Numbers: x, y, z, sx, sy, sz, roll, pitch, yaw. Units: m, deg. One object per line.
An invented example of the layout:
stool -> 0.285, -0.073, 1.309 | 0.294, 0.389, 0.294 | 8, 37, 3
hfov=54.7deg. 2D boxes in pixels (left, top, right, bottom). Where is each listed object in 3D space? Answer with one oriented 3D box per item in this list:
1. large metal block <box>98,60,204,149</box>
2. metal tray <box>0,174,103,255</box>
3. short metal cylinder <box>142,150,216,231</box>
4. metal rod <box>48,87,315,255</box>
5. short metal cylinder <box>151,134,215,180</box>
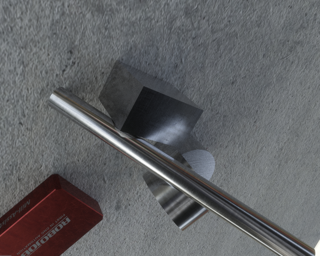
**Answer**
large metal block -> -0.013, -0.027, 0.348 | 0.081, 0.080, 0.050 | 18, 109, -35
metal tray -> -0.152, 0.130, 0.401 | 0.130, 0.030, 0.090 | -40, 130, -1
short metal cylinder -> 0.024, 0.072, 0.365 | 0.050, 0.080, 0.080 | -37, 129, -2
metal rod -> 0.016, 0.047, 0.315 | 0.301, 0.025, 0.025 | 32, 104, 6
short metal cylinder -> 0.030, 0.051, 0.439 | 0.081, 0.050, 0.079 | -14, 125, -21
